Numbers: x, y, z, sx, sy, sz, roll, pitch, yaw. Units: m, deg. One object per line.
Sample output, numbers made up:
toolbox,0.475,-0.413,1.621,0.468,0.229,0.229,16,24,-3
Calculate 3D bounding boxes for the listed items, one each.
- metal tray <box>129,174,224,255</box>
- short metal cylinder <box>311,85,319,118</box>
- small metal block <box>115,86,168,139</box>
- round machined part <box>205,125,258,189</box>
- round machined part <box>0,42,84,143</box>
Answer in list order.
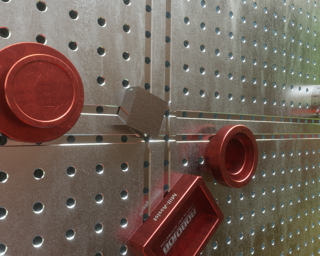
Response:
metal tray,0.029,0.140,0.429,0.131,0.030,0.090,-46,117,-30
short metal cylinder,0.398,-0.064,0.726,0.081,0.050,0.080,0,90,-40
small metal block,-0.023,-0.018,0.390,0.050,0.025,0.050,26,74,-37
round machined part,0.110,0.044,0.490,0.099,0.042,0.097,0,90,-40
round machined part,-0.118,-0.034,0.299,0.099,0.042,0.097,0,90,-40
